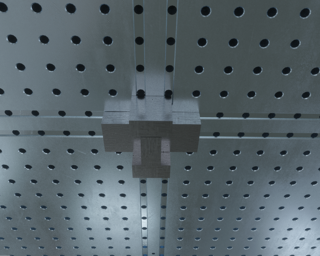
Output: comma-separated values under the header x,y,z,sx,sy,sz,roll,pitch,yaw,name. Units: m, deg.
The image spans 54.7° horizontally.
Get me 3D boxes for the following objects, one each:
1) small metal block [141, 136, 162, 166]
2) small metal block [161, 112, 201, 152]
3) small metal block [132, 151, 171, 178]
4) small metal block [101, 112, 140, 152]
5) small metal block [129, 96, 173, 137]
x,y,z,sx,sy,sz,roll,pitch,yaw,name
-0.011,0.014,0.406,0.025,0.050,0.050,1,130,-1,small metal block
0.026,0.006,0.417,0.050,0.025,0.050,1,130,-1,small metal block
-0.012,0.042,0.431,0.050,0.050,0.025,1,130,-1,small metal block
-0.049,0.006,0.415,0.050,0.025,0.050,0,130,-1,small metal block
-0.011,-0.015,0.382,0.050,0.050,0.025,1,130,-1,small metal block
